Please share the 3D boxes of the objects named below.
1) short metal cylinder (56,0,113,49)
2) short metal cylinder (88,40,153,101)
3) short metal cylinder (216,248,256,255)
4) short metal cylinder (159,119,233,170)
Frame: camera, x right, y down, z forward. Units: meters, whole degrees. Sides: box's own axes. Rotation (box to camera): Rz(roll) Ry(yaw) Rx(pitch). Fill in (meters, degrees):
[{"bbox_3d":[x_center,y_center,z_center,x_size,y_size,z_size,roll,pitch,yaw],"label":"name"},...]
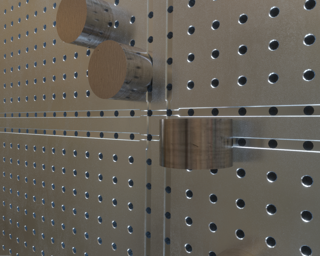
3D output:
[{"bbox_3d":[-0.120,-0.170,0.493,0.080,0.050,0.079,0,90,40],"label":"short metal cylinder"},{"bbox_3d":[-0.057,-0.079,0.440,0.080,0.050,0.079,0,90,40],"label":"short metal cylinder"},{"bbox_3d":[0.077,0.177,0.330,0.080,0.050,0.079,0,90,40],"label":"short metal cylinder"},{"bbox_3d":[0.039,0.015,0.341,0.080,0.081,0.050,0,90,40],"label":"short metal cylinder"}]
